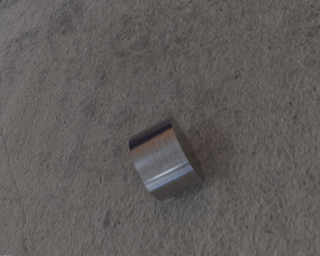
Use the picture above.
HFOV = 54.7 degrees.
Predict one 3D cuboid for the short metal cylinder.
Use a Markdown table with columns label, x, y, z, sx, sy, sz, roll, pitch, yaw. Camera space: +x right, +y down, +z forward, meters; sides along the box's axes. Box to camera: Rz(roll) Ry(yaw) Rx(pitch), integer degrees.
| label | x | y | z | sx | sy | sz | roll | pitch | yaw |
| --- | --- | --- | --- | --- | --- | --- | --- | --- | --- |
| short metal cylinder | 0.008 | 0.033 | 0.343 | 0.050 | 0.080 | 0.080 | -28 | 52 | 10 |
